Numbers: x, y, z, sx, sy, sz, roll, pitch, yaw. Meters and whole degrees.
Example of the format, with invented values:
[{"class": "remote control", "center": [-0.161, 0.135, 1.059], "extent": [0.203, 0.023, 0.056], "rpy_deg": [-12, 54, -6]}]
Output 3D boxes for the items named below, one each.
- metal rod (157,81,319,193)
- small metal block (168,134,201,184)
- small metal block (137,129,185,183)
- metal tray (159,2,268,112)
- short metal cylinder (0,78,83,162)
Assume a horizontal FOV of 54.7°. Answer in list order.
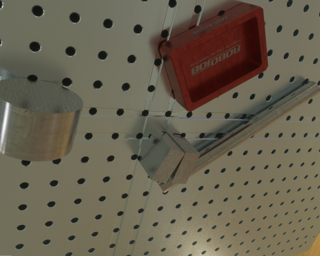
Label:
[{"class": "metal rod", "center": [0.127, 0.010, 0.489], "extent": [0.301, 0.025, 0.025], "rpy_deg": [-31, 129, -9]}, {"class": "small metal block", "center": [0.024, 0.043, 0.437], "extent": [0.025, 0.050, 0.050], "rpy_deg": [10, 113, -33]}, {"class": "small metal block", "center": [0.000, 0.038, 0.420], "extent": [0.025, 0.050, 0.050], "rpy_deg": [21, 107, -36]}, {"class": "metal tray", "center": [0.073, -0.089, 0.394], "extent": [0.131, 0.030, 0.090], "rpy_deg": [-29, 129, -10]}, {"class": "short metal cylinder", "center": [-0.121, -0.010, 0.304], "extent": [0.081, 0.080, 0.050], "rpy_deg": [6, 116, -31]}]
